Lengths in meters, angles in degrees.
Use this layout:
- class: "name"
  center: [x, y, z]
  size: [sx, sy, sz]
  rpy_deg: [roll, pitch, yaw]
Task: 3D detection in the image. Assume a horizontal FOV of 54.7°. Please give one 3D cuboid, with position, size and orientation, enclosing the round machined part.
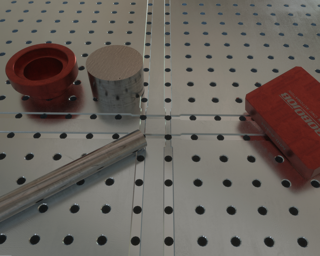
- class: "round machined part"
  center: [-0.171, -0.080, 0.462]
  size: [0.099, 0.042, 0.098]
  rpy_deg: [0, 50, 0]

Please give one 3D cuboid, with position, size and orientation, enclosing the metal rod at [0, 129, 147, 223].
- class: "metal rod"
  center: [-0.149, 0.076, 0.341]
  size: [0.302, 0.025, 0.025]
  rpy_deg: [-27, 55, -21]

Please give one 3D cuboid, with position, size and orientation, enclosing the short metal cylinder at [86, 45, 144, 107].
- class: "short metal cylinder"
  center: [-0.064, -0.078, 0.456]
  size: [0.081, 0.050, 0.080]
  rpy_deg: [0, 50, 0]

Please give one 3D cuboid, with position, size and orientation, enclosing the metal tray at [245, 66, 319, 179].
- class: "metal tray"
  center: [0.184, -0.012, 0.398]
  size: [0.090, 0.030, 0.130]
  rpy_deg: [-29, 57, -4]

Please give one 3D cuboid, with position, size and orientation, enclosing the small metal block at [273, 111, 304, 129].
- class: "small metal block"
  center: [0.181, -0.017, 0.424]
  size: [0.050, 0.025, 0.050]
  rpy_deg: [20, 53, 15]
